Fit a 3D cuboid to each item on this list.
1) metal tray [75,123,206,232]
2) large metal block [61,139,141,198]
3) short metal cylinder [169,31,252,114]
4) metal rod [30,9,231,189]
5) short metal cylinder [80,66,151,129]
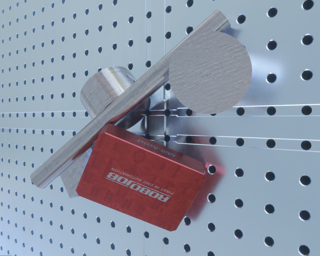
[{"bbox_3d":[-0.023,0.061,0.371,0.131,0.030,0.089,24,110,-7],"label":"metal tray"},{"bbox_3d":[-0.085,0.051,0.440,0.080,0.081,0.050,-47,62,29],"label":"large metal block"},{"bbox_3d":[0.050,-0.058,0.325,0.080,0.050,0.079,0,102,2],"label":"short metal cylinder"},{"bbox_3d":[-0.042,-0.028,0.372,0.300,0.025,0.025,-40,64,9],"label":"metal rod"},{"bbox_3d":[-0.060,-0.037,0.420,0.080,0.081,0.050,-51,61,28],"label":"short metal cylinder"}]
